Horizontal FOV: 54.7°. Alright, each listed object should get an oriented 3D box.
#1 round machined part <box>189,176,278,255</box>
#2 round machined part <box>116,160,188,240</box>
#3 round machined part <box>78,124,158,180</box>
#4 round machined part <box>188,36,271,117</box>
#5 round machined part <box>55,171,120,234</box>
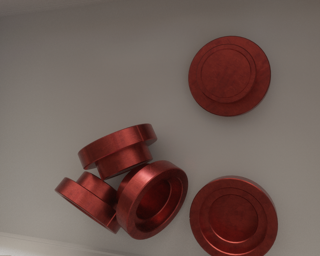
[{"bbox_3d":[0.088,0.105,0.370,0.098,0.042,0.097,0,90,19],"label":"round machined part"},{"bbox_3d":[-0.014,0.083,0.380,0.042,0.099,0.097,30,100,39],"label":"round machined part"},{"bbox_3d":[-0.048,0.034,0.387,0.098,0.098,0.042,-26,81,18],"label":"round machined part"},{"bbox_3d":[0.082,-0.062,0.372,0.098,0.042,0.097,0,90,19],"label":"round machined part"},{"bbox_3d":[-0.085,0.094,0.409,0.098,0.098,0.042,29,67,17],"label":"round machined part"}]
